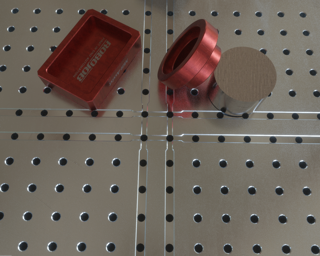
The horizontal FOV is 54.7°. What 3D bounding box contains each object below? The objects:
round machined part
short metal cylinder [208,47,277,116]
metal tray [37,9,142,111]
[{"bbox_3d":[0.043,-0.092,0.415,0.042,0.098,0.098,33,70,-22],"label":"round machined part"},{"bbox_3d":[0.109,-0.062,0.421,0.081,0.050,0.080,1,71,-1],"label":"short metal cylinder"},{"bbox_3d":[-0.097,-0.100,0.444,0.090,0.030,0.130,29,72,10],"label":"metal tray"}]
